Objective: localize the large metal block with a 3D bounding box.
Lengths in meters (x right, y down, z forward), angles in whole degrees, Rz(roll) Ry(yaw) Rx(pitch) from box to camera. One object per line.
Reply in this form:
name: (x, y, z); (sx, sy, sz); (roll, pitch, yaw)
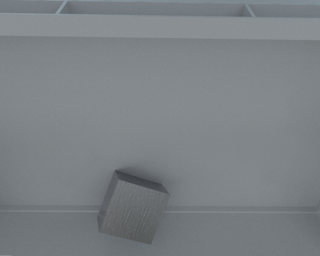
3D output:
large metal block: (-0.042, 0.119, 0.469); (0.080, 0.050, 0.080); (20, 92, -16)
